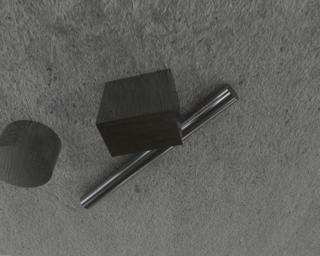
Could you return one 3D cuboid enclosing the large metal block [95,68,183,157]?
[{"bbox_3d":[-0.021,-0.019,0.355,0.080,0.080,0.050,-11,129,9],"label":"large metal block"}]

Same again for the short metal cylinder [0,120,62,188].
[{"bbox_3d":[-0.181,0.036,0.419,0.081,0.050,0.079,0,130,0],"label":"short metal cylinder"}]

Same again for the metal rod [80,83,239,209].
[{"bbox_3d":[-0.017,0.039,0.440,0.025,0.025,0.299,36,121,-27],"label":"metal rod"}]
